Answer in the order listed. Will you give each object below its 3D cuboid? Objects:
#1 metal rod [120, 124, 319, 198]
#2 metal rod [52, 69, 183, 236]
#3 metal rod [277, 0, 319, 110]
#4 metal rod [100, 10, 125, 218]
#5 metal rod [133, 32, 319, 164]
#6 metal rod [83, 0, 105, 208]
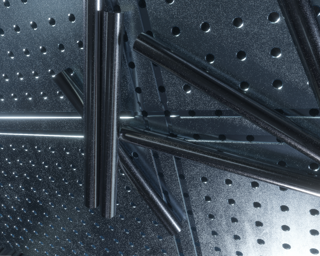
[{"bbox_3d":[0.085,0.042,0.392,0.301,0.025,0.025,14,124,20],"label":"metal rod"},{"bbox_3d":[-0.058,0.044,0.469,0.025,0.025,0.299,-26,104,37],"label":"metal rod"},{"bbox_3d":[0.117,-0.119,0.276,0.025,0.025,0.299,-18,109,35],"label":"metal rod"},{"bbox_3d":[-0.068,-0.001,0.422,0.025,0.025,0.298,16,117,19],"label":"metal rod"},{"bbox_3d":[0.101,-0.021,0.344,0.301,0.025,0.025,32,129,7],"label":"metal rod"},{"bbox_3d":[-0.091,-0.017,0.422,0.025,0.025,0.298,16,117,19],"label":"metal rod"}]
